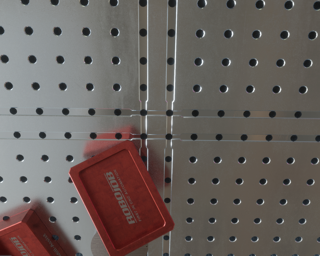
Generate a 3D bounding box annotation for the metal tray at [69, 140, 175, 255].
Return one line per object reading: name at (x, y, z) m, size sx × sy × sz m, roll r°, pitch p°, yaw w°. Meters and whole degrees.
metal tray at (-0.049, 0.092, 0.409) m, size 0.090 × 0.030 × 0.130 m, roll -27°, pitch 87°, yaw -5°

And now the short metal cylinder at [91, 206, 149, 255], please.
short metal cylinder at (-0.057, 0.159, 0.458) m, size 0.081 × 0.050 × 0.079 m, roll 0°, pitch 110°, yaw 0°

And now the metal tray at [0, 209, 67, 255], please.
metal tray at (-0.206, 0.199, 0.481) m, size 0.090 × 0.030 × 0.130 m, roll -24°, pitch 109°, yaw 8°
